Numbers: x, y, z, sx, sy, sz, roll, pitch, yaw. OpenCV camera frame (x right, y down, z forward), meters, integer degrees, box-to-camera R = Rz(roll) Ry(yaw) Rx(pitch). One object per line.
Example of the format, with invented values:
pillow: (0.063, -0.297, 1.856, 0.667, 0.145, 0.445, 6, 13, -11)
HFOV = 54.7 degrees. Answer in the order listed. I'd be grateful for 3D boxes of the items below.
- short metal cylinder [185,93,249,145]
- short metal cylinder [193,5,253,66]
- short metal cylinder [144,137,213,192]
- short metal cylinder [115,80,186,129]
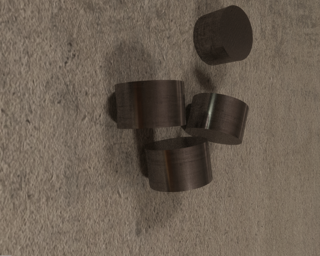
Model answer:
short metal cylinder: (0.080, -0.011, 0.439, 0.080, 0.080, 0.050, 24, 75, -38)
short metal cylinder: (0.097, -0.139, 0.472, 0.081, 0.050, 0.079, 0, 90, -40)
short metal cylinder: (0.023, 0.043, 0.391, 0.081, 0.080, 0.050, -13, 99, -40)
short metal cylinder: (-0.011, -0.027, 0.362, 0.081, 0.080, 0.050, -6, 94, -40)
